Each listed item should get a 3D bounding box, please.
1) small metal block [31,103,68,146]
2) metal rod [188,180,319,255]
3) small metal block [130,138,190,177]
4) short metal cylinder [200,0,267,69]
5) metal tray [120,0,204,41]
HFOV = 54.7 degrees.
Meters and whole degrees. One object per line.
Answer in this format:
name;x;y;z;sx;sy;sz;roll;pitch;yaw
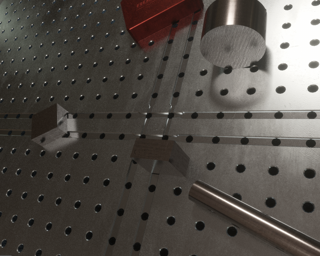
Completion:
small metal block;-0.179;-0.005;0.503;0.050;0.025;0.050;-24;53;13
metal rod;0.151;0.117;0.256;0.300;0.025;0.025;23;74;36
small metal block;0.001;0.035;0.369;0.050;0.050;0.025;3;63;29
short metal cylinder;0.094;-0.121;0.397;0.080;0.080;0.050;-2;61;27
metal tray;0.000;-0.215;0.535;0.130;0.030;0.090;-24;53;13
